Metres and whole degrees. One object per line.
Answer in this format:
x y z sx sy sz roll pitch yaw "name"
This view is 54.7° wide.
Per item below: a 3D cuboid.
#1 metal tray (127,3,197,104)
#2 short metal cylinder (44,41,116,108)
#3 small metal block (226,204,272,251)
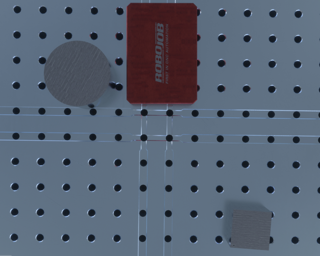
0.002 -0.096 0.411 0.091 0.030 0.129 0 90 0 "metal tray"
-0.100 -0.066 0.400 0.081 0.050 0.079 0 90 0 "short metal cylinder"
0.118 0.132 0.414 0.050 0.025 0.050 5 90 0 "small metal block"
